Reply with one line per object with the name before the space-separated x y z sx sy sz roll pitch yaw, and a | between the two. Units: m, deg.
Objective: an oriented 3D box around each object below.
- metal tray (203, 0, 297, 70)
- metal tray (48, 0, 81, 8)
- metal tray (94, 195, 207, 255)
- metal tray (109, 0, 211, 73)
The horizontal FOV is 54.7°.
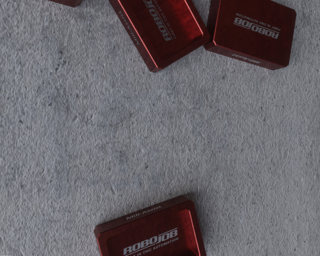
metal tray | 0.134 -0.145 0.455 0.131 0.030 0.090 11 86 -20
metal tray | -0.150 -0.201 0.350 0.131 0.030 0.089 9 87 -20
metal tray | -0.010 0.152 0.402 0.131 0.030 0.089 -15 95 -20
metal tray | -0.003 -0.150 0.404 0.090 0.030 0.130 -34 101 -17
